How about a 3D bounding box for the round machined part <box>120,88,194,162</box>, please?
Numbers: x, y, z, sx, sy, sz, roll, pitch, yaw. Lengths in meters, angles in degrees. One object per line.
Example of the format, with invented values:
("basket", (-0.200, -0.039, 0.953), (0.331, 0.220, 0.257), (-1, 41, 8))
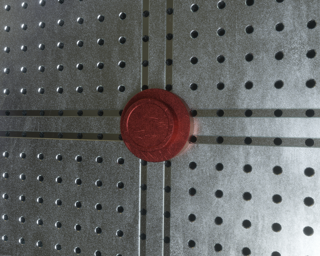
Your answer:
("round machined part", (-0.009, -0.003, 0.405), (0.098, 0.042, 0.097), (0, 90, 19))
